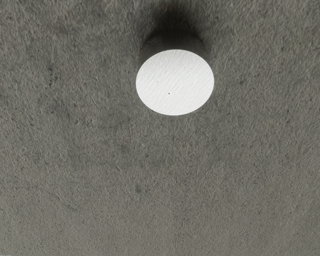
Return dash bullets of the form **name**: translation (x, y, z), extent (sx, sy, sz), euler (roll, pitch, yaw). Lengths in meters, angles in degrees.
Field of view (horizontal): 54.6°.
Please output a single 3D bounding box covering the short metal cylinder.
- **short metal cylinder**: translation (0.015, -0.060, 0.339), extent (0.080, 0.050, 0.080), euler (0, 130, 0)
